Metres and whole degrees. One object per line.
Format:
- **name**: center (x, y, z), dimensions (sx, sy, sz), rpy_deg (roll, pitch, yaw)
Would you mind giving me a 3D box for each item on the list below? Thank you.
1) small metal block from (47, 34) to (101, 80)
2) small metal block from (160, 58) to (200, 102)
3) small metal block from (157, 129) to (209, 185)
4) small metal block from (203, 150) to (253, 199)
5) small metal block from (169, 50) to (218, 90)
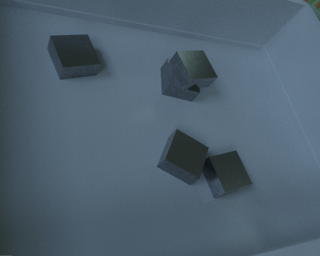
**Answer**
- **small metal block**: center (-0.112, -0.093, 0.403), dimensions (0.050, 0.025, 0.050), rpy_deg (-14, 69, -34)
- **small metal block**: center (0.030, -0.072, 0.467), dimensions (0.050, 0.025, 0.050), rpy_deg (11, 57, -23)
- **small metal block**: center (0.030, 0.038, 0.401), dimensions (0.050, 0.025, 0.050), rpy_deg (30, 52, -9)
- **small metal block**: center (0.088, 0.062, 0.418), dimensions (0.050, 0.025, 0.050), rpy_deg (-9, 66, -32)
- **small metal block**: center (0.049, -0.086, 0.454), dimensions (0.050, 0.025, 0.050), rpy_deg (-10, 67, -33)
